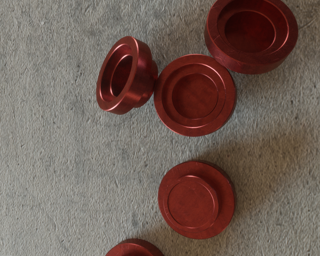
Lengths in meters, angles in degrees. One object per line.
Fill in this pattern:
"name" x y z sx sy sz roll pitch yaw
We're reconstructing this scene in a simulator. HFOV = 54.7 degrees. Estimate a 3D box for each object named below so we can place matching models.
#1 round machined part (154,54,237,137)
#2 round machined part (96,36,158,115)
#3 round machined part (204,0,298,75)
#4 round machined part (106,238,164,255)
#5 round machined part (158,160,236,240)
"round machined part" 0.045 -0.039 0.383 0.098 0.042 0.097 0 91 19
"round machined part" -0.039 -0.064 0.398 0.098 0.042 0.098 -25 57 46
"round machined part" 0.099 -0.103 0.351 0.099 0.042 0.098 1 71 -1
"round machined part" -0.037 0.203 0.413 0.098 0.042 0.097 0 90 20
"round machined part" 0.043 0.090 0.385 0.098 0.042 0.097 0 90 20
